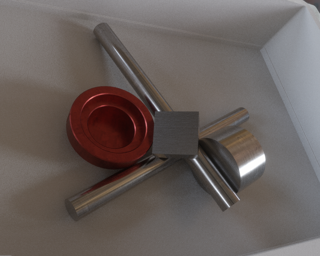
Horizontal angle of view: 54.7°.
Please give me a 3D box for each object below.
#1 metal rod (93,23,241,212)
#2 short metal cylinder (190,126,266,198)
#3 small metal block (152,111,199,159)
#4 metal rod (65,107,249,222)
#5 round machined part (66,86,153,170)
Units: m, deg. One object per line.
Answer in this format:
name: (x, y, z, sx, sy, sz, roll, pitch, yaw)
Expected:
metal rod: (-0.002, -0.027, 0.398, 0.025, 0.025, 0.299, -21, 66, -36)
short metal cylinder: (0.083, 0.042, 0.389, 0.050, 0.080, 0.080, -22, 74, -36)
small metal block: (0.020, 0.008, 0.358, 0.050, 0.025, 0.050, 1, 74, 10)
metal rod: (0.021, 0.030, 0.398, 0.302, 0.025, 0.025, -25, 76, -37)
round machined part: (-0.059, 0.003, 0.361, 0.099, 0.042, 0.098, 14, 56, -21)
